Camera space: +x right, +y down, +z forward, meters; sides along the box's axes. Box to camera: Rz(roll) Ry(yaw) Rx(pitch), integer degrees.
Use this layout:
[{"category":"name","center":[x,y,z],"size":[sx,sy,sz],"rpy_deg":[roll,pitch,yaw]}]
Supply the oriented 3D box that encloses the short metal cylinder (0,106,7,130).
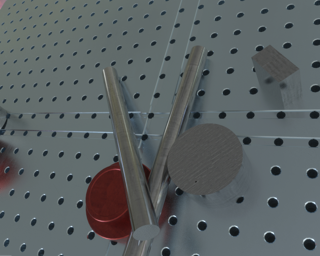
[{"category":"short metal cylinder","center":[-0.338,-0.019,0.578],"size":[0.080,0.050,0.080],"rpy_deg":[-13,52,18]}]

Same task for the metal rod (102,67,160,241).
[{"category":"metal rod","center":[-0.047,0.003,0.395],"size":[0.025,0.025,0.300],"rpy_deg":[-31,41,9]}]

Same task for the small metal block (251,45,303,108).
[{"category":"small metal block","center":[0.135,-0.060,0.358],"size":[0.025,0.050,0.050],"rpy_deg":[-35,51,6]}]

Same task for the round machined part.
[{"category":"round machined part","center":[-0.049,0.083,0.372],"size":[0.098,0.042,0.098],"rpy_deg":[-13,56,21]}]

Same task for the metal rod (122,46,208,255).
[{"category":"metal rod","center":[0.014,0.015,0.373],"size":[0.025,0.025,0.300],"rpy_deg":[1,56,29]}]

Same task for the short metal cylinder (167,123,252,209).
[{"category":"short metal cylinder","center":[0.055,0.042,0.338],"size":[0.080,0.050,0.080],"rpy_deg":[-13,56,21]}]
